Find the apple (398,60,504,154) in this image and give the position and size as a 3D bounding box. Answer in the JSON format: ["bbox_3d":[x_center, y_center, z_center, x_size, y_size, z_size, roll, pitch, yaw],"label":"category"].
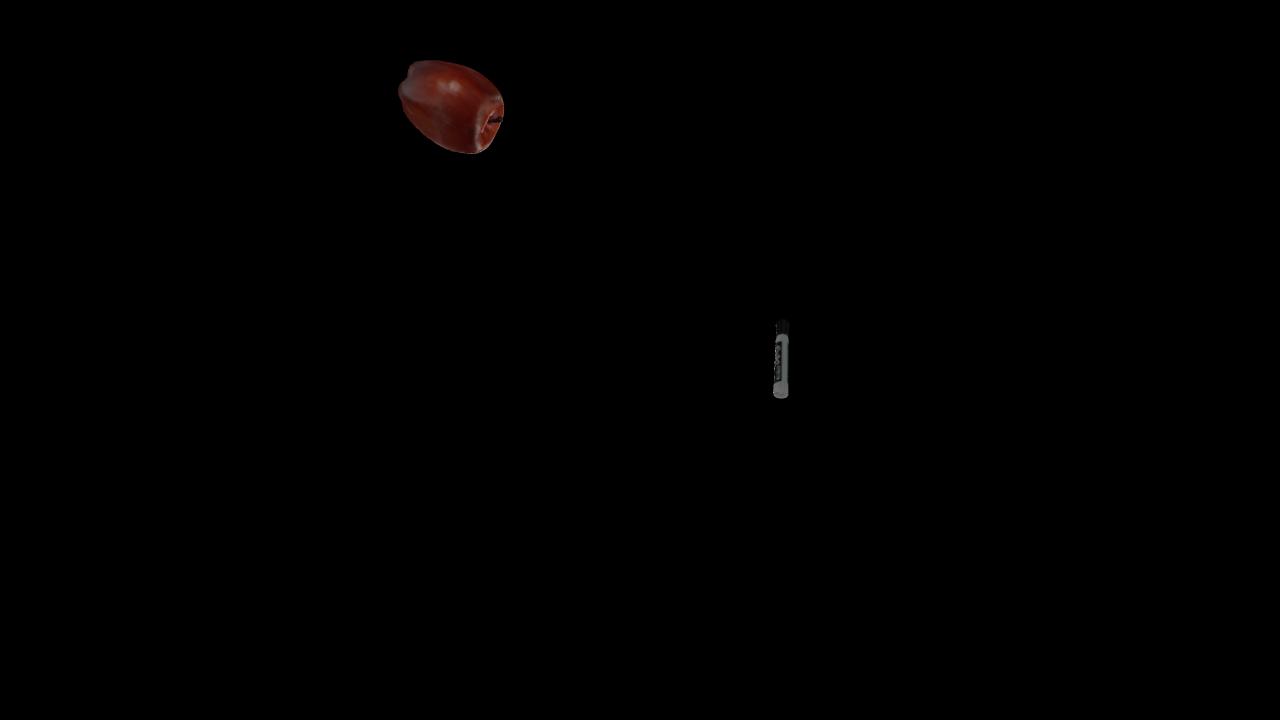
[{"bbox_3d":[-0.172,-0.237,0.572,0.093,0.079,0.079,22,-1,-1],"label":"apple"}]

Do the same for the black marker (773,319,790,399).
[{"bbox_3d":[0.187,-0.005,0.810,0.020,0.121,0.020,7,-35,5],"label":"black marker"}]
